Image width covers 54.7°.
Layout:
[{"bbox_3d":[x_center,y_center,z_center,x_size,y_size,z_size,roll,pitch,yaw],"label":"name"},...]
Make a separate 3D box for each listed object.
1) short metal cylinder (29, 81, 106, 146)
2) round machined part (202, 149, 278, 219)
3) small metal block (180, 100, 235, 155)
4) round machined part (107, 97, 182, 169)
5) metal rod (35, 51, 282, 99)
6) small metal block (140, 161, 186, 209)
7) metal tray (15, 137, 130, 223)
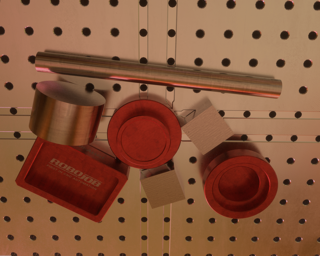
[{"bbox_3d":[-0.112,-0.020,0.376,0.080,0.080,0.050,17,109,-6],"label":"short metal cylinder"},{"bbox_3d":[0.108,0.073,0.432,0.099,0.042,0.097,0,110,0],"label":"round machined part"},{"bbox_3d":[0.062,-0.001,0.414,0.050,0.025,0.050,-36,106,12],"label":"small metal block"},{"bbox_3d":[-0.021,0.010,0.407,0.099,0.042,0.097,0,107,0],"label":"round machined part"},{"bbox_3d":[0.001,-0.066,0.388,0.302,0.025,0.025,6,110,-3],"label":"metal rod"},{"bbox_3d":[0.004,0.082,0.444,0.050,0.025,0.050,-18,109,6],"label":"small metal block"},{"bbox_3d":[-0.120,0.066,0.434,0.131,0.030,0.090,29,108,-10],"label":"metal tray"}]
